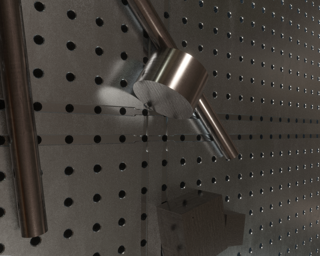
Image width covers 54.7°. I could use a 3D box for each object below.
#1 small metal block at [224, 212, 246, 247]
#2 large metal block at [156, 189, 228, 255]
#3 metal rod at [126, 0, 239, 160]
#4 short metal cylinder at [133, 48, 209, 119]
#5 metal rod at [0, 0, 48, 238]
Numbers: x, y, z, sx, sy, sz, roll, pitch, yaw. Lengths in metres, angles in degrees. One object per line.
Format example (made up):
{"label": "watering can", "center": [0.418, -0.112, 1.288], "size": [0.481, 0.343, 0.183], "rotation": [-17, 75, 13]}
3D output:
{"label": "small metal block", "center": [0.113, 0.164, 0.507], "size": [0.050, 0.025, 0.050], "rotation": [13, 82, -40]}
{"label": "large metal block", "center": [0.046, 0.140, 0.434], "size": [0.081, 0.050, 0.079], "rotation": [-13, 98, -40]}
{"label": "metal rod", "center": [0.040, -0.066, 0.444], "size": [0.025, 0.025, 0.299], "rotation": [-51, 120, -28]}
{"label": "short metal cylinder", "center": [0.014, -0.054, 0.387], "size": [0.080, 0.080, 0.050], "rotation": [41, 65, -33]}
{"label": "metal rod", "center": [-0.137, -0.045, 0.295], "size": [0.025, 0.025, 0.298], "rotation": [-9, 96, -40]}
